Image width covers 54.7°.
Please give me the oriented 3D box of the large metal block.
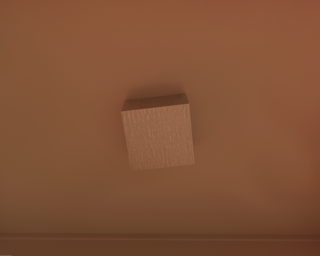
[{"bbox_3d":[-0.001,0.004,0.400,0.080,0.050,0.079,-7,110,2],"label":"large metal block"}]
